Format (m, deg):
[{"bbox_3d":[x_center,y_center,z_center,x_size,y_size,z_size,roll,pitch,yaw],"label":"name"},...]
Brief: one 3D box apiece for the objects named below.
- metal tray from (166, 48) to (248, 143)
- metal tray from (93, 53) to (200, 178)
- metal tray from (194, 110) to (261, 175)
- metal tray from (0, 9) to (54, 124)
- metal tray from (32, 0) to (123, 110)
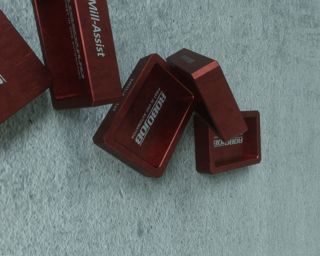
[{"bbox_3d":[0.053,-0.046,0.384,0.030,0.130,0.090,-30,113,0],"label":"metal tray"},{"bbox_3d":[-0.012,-0.015,0.385,0.090,0.030,0.130,38,66,-27],"label":"metal tray"},{"bbox_3d":[0.111,0.019,0.493,0.131,0.030,0.089,-5,93,-40],"label":"metal tray"},{"bbox_3d":[-0.168,-0.065,0.261,0.090,0.030,0.130,-48,119,-29],"label":"metal tray"},{"bbox_3d":[-0.082,-0.084,0.293,0.030,0.090,0.129,-15,100,-39],"label":"metal tray"}]
